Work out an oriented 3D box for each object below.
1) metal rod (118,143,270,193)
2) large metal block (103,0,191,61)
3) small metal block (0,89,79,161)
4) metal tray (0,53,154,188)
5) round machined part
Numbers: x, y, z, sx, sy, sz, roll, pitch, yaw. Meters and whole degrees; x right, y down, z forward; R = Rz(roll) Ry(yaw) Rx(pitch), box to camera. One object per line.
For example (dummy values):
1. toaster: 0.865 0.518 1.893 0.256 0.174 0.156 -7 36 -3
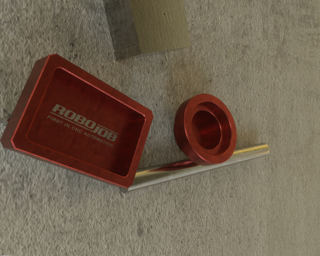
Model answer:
1. metal rod: 0.071 0.052 0.464 0.302 0.025 0.025 -6 94 -40
2. large metal block: -0.015 -0.130 0.375 0.081 0.050 0.080 -20 103 -38
3. small metal block: -0.117 -0.003 0.307 0.050 0.025 0.050 -46 118 -30
4. metal tray: -0.072 -0.001 0.308 0.131 0.030 0.090 30 69 -38
5. round machined part: 0.058 0.004 0.433 0.099 0.042 0.098 12 69 -34
